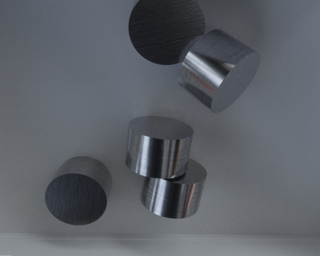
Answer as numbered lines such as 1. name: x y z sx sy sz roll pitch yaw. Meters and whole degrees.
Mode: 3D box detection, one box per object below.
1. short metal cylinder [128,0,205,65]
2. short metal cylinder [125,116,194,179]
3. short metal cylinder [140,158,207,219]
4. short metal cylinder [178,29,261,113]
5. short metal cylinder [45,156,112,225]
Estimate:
1. short metal cylinder: 0.007 -0.117 0.346 0.081 0.050 0.079 -1 123 -1
2. short metal cylinder: -0.001 0.022 0.390 0.081 0.080 0.050 7 110 -3
3. short metal cylinder: 0.017 0.074 0.410 0.081 0.080 0.050 9 110 -4
4. short metal cylinder: 0.067 -0.064 0.352 0.050 0.080 0.080 42 108 24
5. short metal cylinder: -0.110 0.086 0.428 0.081 0.050 0.079 0 110 -1
